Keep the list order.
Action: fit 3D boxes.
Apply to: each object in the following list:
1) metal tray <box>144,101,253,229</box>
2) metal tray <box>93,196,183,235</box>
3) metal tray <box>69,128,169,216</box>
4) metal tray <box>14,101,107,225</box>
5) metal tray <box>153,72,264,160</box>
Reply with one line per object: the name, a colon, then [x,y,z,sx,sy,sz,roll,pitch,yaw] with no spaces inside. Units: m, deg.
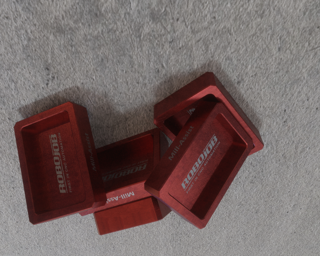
metal tray: [0.051,0.043,0.373,0.090,0.030,0.130,45,72,-31]
metal tray: [-0.024,0.112,0.447,0.090,0.030,0.130,-19,173,15]
metal tray: [-0.053,0.057,0.414,0.130,0.090,0.030,-19,128,15]
metal tray: [-0.124,0.043,0.381,0.090,0.129,0.030,-19,166,15]
metal tray: [0.065,-0.001,0.406,0.090,0.030,0.130,-31,124,23]
